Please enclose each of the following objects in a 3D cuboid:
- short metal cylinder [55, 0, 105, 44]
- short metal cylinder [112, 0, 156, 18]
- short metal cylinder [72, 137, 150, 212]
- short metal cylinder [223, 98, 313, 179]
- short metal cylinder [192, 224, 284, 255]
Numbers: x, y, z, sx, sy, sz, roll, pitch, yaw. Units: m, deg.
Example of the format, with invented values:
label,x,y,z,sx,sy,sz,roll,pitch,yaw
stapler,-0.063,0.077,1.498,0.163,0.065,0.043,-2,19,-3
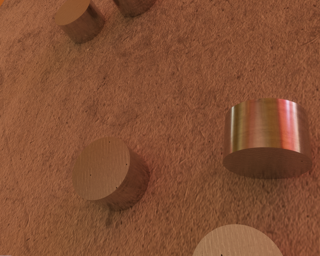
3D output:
label,x,y,z,sx,sy,sz,roll,pitch,yaw
short metal cylinder,-0.154,-0.210,0.598,0.080,0.050,0.080,-13,56,21
short metal cylinder,-0.051,-0.251,0.569,0.080,0.050,0.080,-13,56,21
short metal cylinder,-0.060,0.058,0.384,0.080,0.050,0.080,-13,56,21
short metal cylinder,0.104,0.013,0.306,0.080,0.080,0.050,-5,60,25
short metal cylinder,0.072,0.130,0.270,0.080,0.050,0.080,-13,56,21
